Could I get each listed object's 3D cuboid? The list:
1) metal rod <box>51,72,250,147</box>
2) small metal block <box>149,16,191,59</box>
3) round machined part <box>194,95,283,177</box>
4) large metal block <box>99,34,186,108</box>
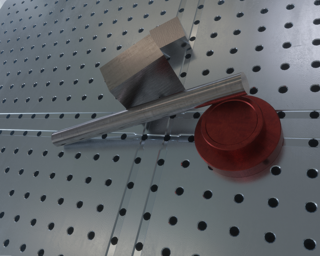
[{"bbox_3d":[-0.034,-0.015,0.405,0.300,0.025,0.025,-15,55,31],"label":"metal rod"},{"bbox_3d":[0.015,-0.140,0.486,0.050,0.025,0.050,-24,53,13],"label":"small metal block"},{"bbox_3d":[0.085,0.003,0.351,0.098,0.042,0.098,-13,56,21],"label":"round machined part"},{"bbox_3d":[-0.021,-0.065,0.424,0.080,0.080,0.050,-33,52,6],"label":"large metal block"}]
